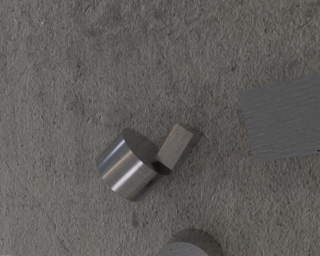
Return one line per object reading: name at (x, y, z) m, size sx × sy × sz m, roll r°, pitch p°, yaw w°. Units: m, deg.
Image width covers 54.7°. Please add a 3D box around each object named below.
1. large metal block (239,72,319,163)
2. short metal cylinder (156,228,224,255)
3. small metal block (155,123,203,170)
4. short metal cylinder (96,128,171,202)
large metal block at (0.139, -0.009, 0.346) m, size 0.080 × 0.050 × 0.080 m, roll -12°, pitch 86°, yaw 19°
short metal cylinder at (0.037, 0.172, 0.383) m, size 0.080 × 0.050 × 0.079 m, roll 0°, pitch 90°, yaw 20°
small metal block at (0.025, 0.022, 0.387) m, size 0.025 × 0.050 × 0.050 m, roll 34°, pitch 101°, yaw 17°
short metal cylinder at (-0.033, 0.046, 0.391) m, size 0.050 × 0.080 × 0.080 m, roll -46°, pitch 76°, yaw 14°
